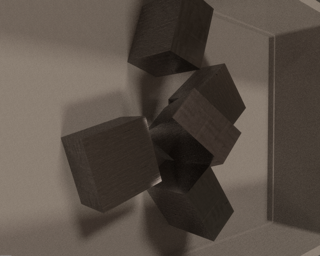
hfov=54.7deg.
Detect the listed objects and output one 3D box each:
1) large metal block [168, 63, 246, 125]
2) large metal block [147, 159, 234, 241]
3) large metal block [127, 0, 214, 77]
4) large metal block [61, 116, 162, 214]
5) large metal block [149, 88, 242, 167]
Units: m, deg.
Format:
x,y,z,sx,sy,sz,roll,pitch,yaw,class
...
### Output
x,y,z,sx,sy,sz,roll,pitch,yaw,class
0.071,-0.036,0.453,0.080,0.050,0.080,-48,119,-30,large metal block
0.037,0.091,0.404,0.050,0.080,0.080,-45,117,-31,large metal block
0.012,-0.114,0.383,0.050,0.080,0.080,22,76,-38,large metal block
-0.053,0.036,0.348,0.081,0.050,0.079,-23,105,-38,large metal block
0.039,0.006,0.391,0.080,0.080,0.050,42,62,-10,large metal block
